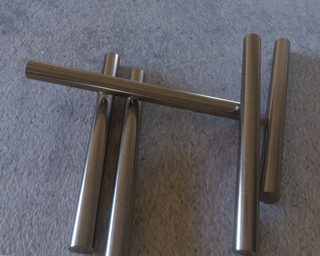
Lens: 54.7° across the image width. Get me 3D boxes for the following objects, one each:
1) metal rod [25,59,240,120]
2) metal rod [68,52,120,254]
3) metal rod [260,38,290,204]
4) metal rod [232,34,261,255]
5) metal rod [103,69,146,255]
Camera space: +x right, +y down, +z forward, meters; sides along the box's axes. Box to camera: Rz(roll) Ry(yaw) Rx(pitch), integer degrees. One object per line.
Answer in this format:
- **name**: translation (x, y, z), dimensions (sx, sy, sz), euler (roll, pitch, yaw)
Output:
- **metal rod**: translation (-0.021, -0.048, 0.411), dimensions (0.302, 0.025, 0.025), euler (11, 50, -4)
- **metal rod**: translation (-0.076, 0.004, 0.398), dimensions (0.025, 0.025, 0.300), euler (0, 50, 0)
- **metal rod**: translation (0.163, -0.033, 0.432), dimensions (0.025, 0.025, 0.300), euler (14, 51, 11)
- **metal rod**: translation (0.110, -0.004, 0.379), dimensions (0.025, 0.025, 0.300), euler (8, 59, 6)
- **metal rod**: translation (-0.039, 0.034, 0.373), dimensions (0.025, 0.025, 0.300), euler (2, 50, 1)
